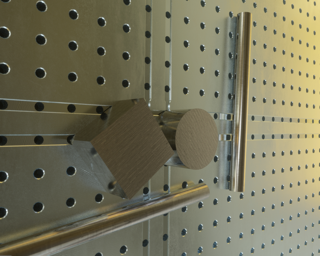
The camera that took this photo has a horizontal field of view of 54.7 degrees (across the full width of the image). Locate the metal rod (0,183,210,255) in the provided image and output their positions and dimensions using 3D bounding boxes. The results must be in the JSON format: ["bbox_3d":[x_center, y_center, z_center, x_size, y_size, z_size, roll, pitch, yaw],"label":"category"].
[{"bbox_3d":[-0.050,0.109,0.366,0.302,0.025,0.025,-7,95,-40],"label":"metal rod"}]

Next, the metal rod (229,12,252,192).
[{"bbox_3d":[0.136,-0.044,0.522,0.025,0.025,0.298,5,87,-40],"label":"metal rod"}]

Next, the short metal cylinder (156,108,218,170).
[{"bbox_3d":[0.033,0.014,0.421,0.081,0.050,0.080,0,90,-40],"label":"short metal cylinder"}]

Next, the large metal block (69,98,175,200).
[{"bbox_3d":[-0.041,0.022,0.358,0.080,0.050,0.080,-43,116,-31],"label":"large metal block"}]
